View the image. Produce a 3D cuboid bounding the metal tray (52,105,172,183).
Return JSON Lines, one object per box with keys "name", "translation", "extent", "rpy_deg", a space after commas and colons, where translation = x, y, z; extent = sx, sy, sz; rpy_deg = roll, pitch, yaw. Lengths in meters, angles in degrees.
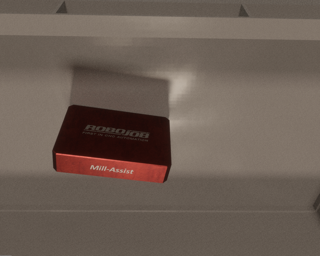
{"name": "metal tray", "translation": [-0.054, 0.017, 0.380], "extent": [0.131, 0.090, 0.030], "rpy_deg": [8, 130, -7]}
